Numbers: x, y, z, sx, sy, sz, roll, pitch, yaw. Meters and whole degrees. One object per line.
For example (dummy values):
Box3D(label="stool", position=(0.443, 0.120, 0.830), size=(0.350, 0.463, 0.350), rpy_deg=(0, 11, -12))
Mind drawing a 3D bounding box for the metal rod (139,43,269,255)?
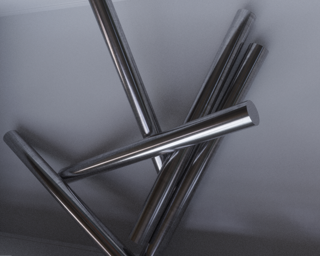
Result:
Box3D(label="metal rod", position=(0.050, 0.038, 0.373), size=(0.025, 0.025, 0.299), rpy_deg=(28, 92, 17))

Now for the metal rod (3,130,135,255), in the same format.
Box3D(label="metal rod", position=(-0.130, 0.091, 0.421), size=(0.300, 0.025, 0.025), rpy_deg=(36, 102, 28))

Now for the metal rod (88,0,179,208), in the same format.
Box3D(label="metal rod", position=(-0.027, -0.038, 0.375), size=(0.025, 0.025, 0.298), rpy_deg=(-17, 101, 19))

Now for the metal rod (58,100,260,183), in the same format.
Box3D(label="metal rod", position=(-0.028, 0.029, 0.372), size=(0.299, 0.025, 0.025), rpy_deg=(-21, 83, 36))

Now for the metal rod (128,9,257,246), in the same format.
Box3D(label="metal rod", position=(0.039, -0.002, 0.370), size=(0.025, 0.025, 0.299), rpy_deg=(25, 88, 18))
